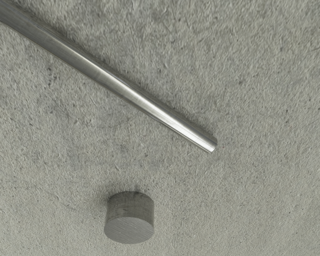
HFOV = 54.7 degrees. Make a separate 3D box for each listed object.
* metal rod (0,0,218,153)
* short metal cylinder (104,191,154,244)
[{"bbox_3d":[-0.046,-0.049,0.365,0.301,0.025,0.025,32,123,-25],"label":"metal rod"},{"bbox_3d":[-0.050,0.150,0.519,0.081,0.050,0.079,0,130,0],"label":"short metal cylinder"}]
